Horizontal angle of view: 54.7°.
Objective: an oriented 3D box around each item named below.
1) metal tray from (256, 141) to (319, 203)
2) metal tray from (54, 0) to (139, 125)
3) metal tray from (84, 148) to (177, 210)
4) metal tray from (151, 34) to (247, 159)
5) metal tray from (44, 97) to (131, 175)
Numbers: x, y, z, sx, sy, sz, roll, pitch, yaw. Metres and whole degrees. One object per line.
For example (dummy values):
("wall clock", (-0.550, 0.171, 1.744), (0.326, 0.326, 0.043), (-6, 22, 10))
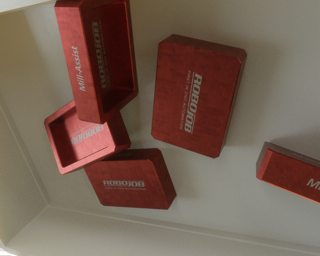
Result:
("metal tray", (0.165, 0.053, 0.310), (0.130, 0.090, 0.030), (21, 98, 15))
("metal tray", (-0.064, -0.081, 0.348), (0.030, 0.090, 0.129), (10, 123, 23))
("metal tray", (-0.049, 0.079, 0.478), (0.130, 0.030, 0.090), (-5, 116, 30))
("metal tray", (0.040, -0.034, 0.362), (0.090, 0.030, 0.129), (18, 125, 17))
("metal tray", (-0.108, 0.006, 0.442), (0.130, 0.030, 0.090), (-25, 82, 36))
